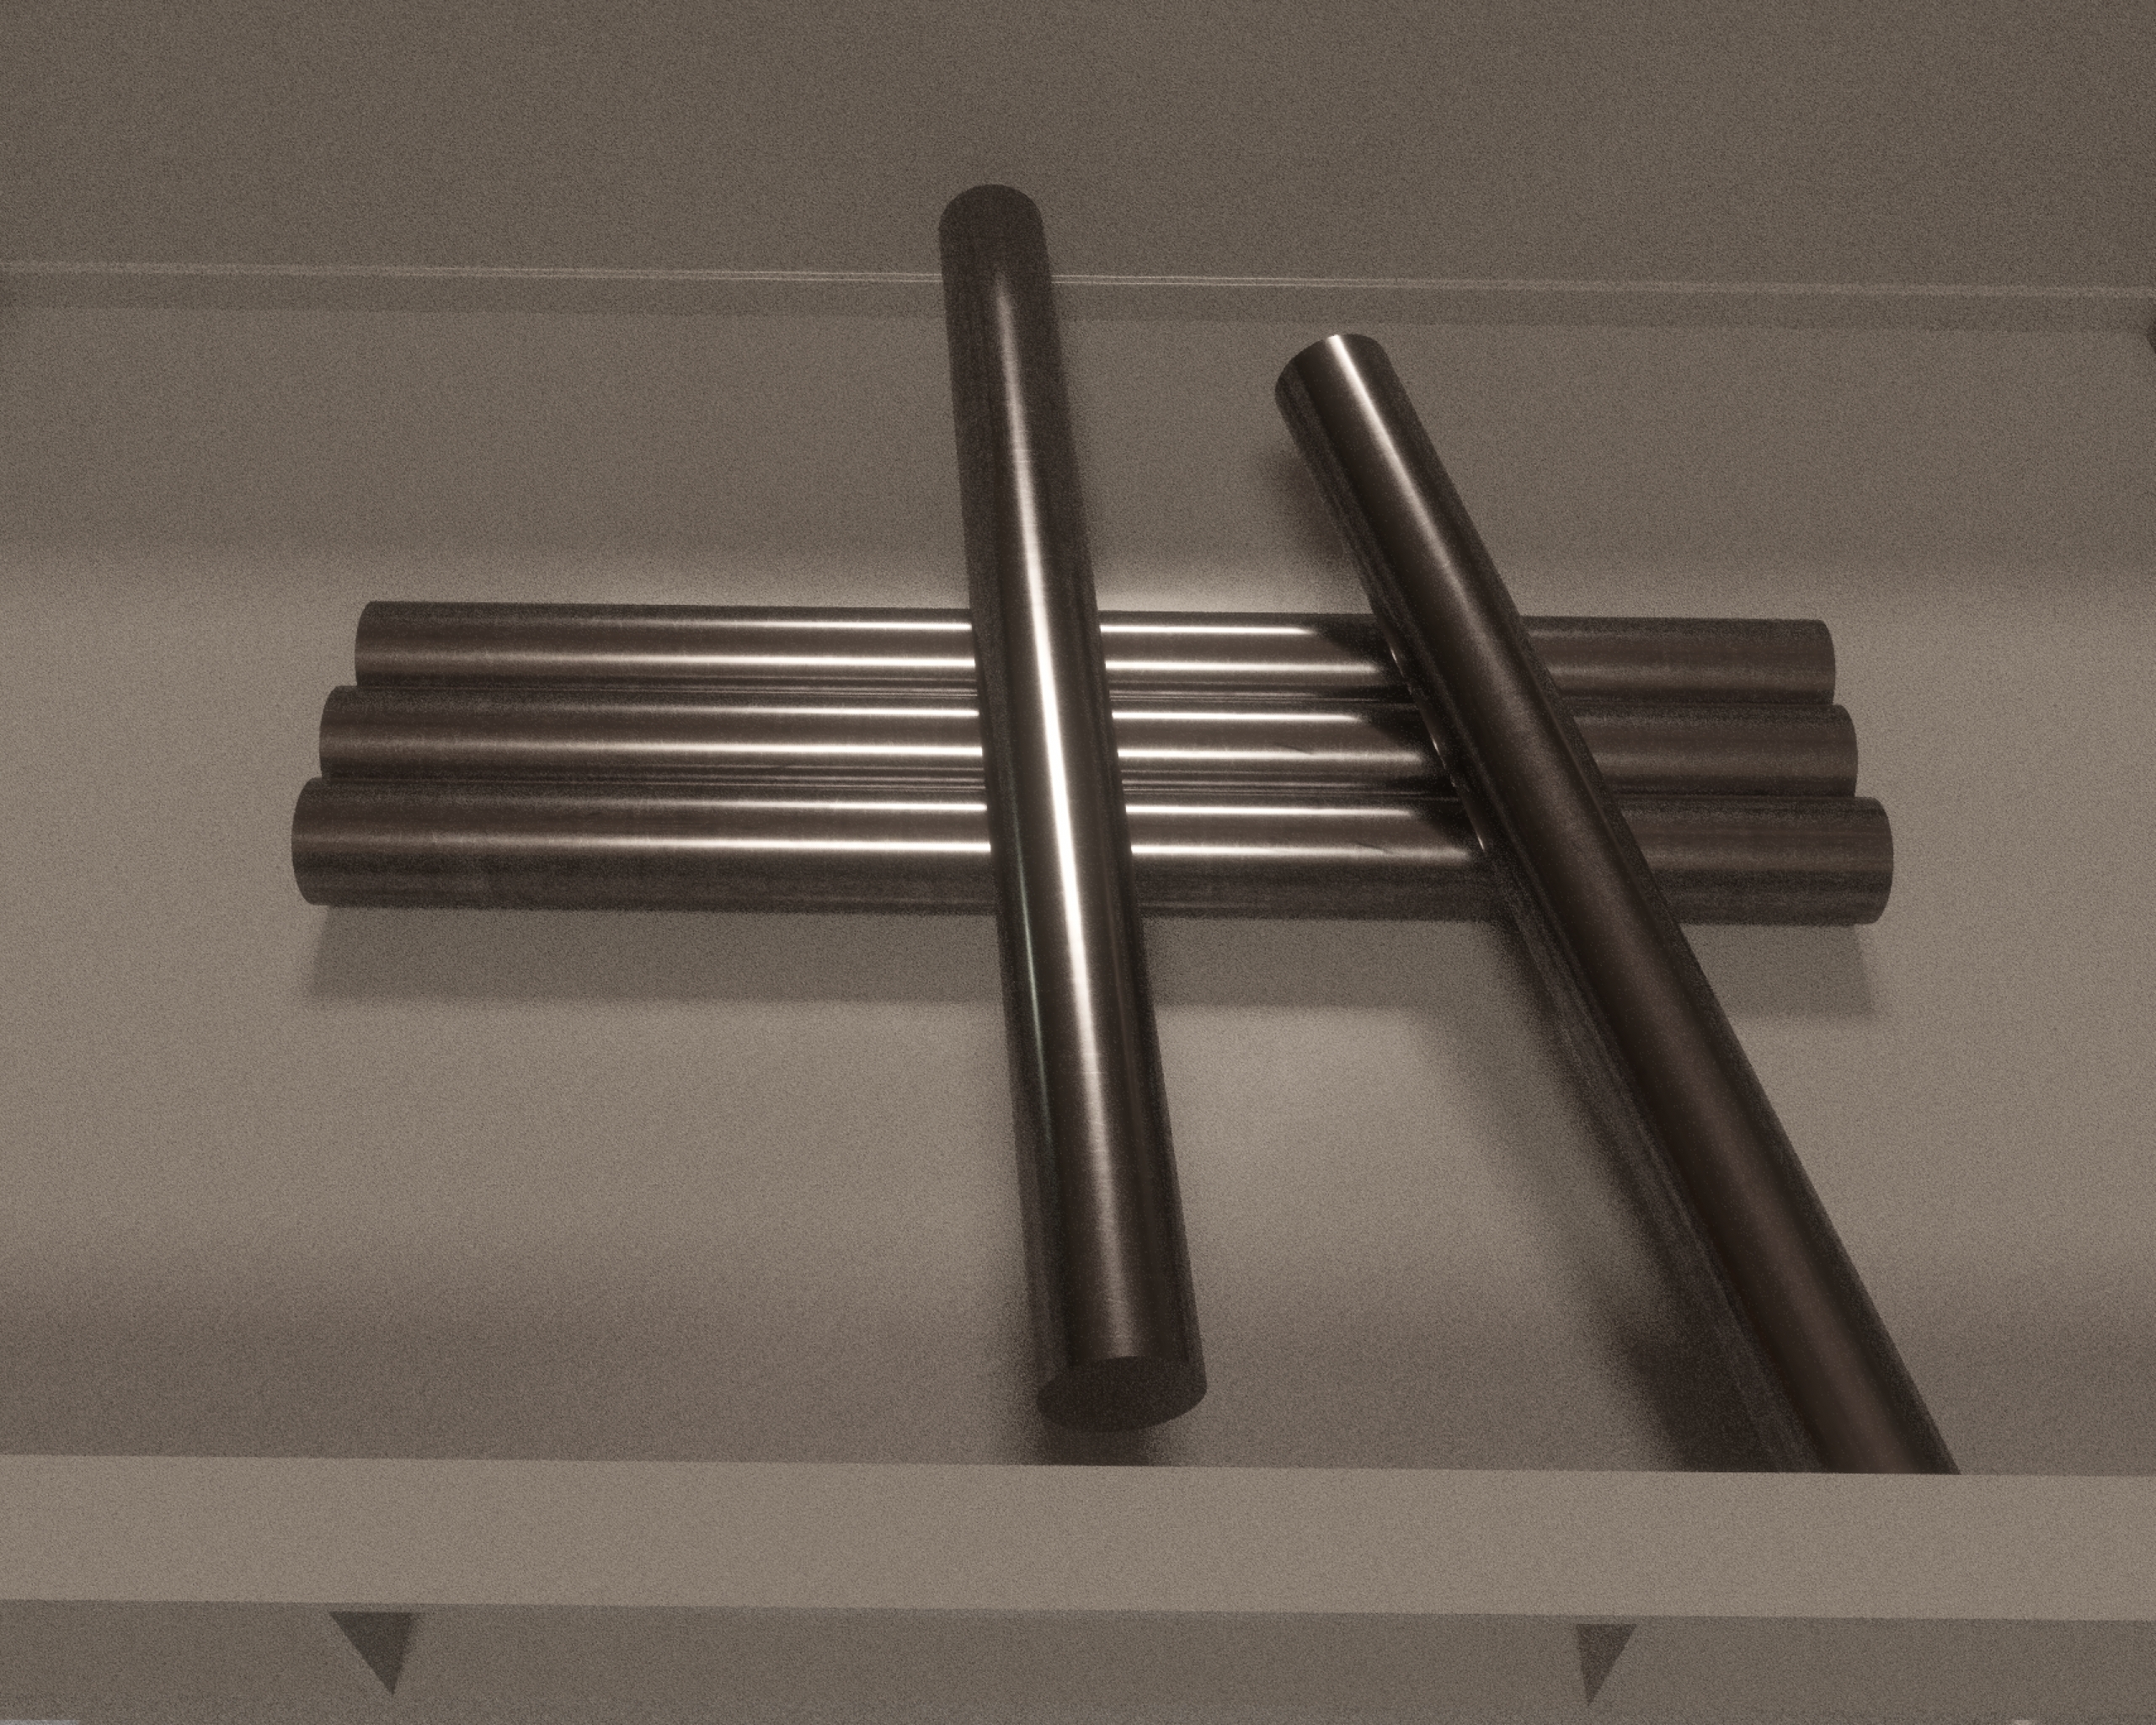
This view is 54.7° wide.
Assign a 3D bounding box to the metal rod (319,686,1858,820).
[{"bbox_3d":[0.002,-0.021,0.421,0.302,0.025,0.025,1,50,0],"label":"metal rod"}]

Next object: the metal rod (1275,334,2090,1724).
[{"bbox_3d":[0.094,0.019,0.363,0.025,0.025,0.299,-12,58,-10],"label":"metal rod"}]

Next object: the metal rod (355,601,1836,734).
[{"bbox_3d":[0.004,-0.040,0.437,0.302,0.025,0.025,1,50,0],"label":"metal rod"}]

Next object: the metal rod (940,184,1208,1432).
[{"bbox_3d":[-0.007,-0.036,0.401,0.025,0.025,0.300,-4,50,-4],"label":"metal rod"}]

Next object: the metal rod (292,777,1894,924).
[{"bbox_3d":[0.003,-0.002,0.405,0.302,0.025,0.025,1,50,0],"label":"metal rod"}]
